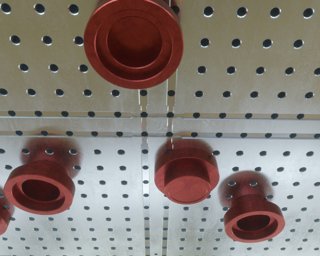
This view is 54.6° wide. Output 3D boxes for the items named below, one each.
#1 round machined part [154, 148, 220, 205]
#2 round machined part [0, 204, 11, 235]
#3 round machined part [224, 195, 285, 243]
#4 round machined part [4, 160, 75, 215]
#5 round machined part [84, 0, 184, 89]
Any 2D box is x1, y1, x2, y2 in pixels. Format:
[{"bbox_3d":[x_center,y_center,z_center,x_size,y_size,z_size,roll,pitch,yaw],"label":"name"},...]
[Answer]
[{"bbox_3d":[0.040,0.079,0.467,0.099,0.042,0.097,0,130,0],"label":"round machined part"},{"bbox_3d":[-0.318,0.166,0.539,0.099,0.042,0.097,0,130,0],"label":"round machined part"},{"bbox_3d":[0.158,0.152,0.531,0.099,0.042,0.097,0,130,0],"label":"round machined part"},{"bbox_3d":[-0.179,0.087,0.473,0.099,0.042,0.097,0,130,0],"label":"round machined part"},{"bbox_3d":[-0.026,-0.092,0.322,0.099,0.042,0.097,0,130,0],"label":"round machined part"}]
